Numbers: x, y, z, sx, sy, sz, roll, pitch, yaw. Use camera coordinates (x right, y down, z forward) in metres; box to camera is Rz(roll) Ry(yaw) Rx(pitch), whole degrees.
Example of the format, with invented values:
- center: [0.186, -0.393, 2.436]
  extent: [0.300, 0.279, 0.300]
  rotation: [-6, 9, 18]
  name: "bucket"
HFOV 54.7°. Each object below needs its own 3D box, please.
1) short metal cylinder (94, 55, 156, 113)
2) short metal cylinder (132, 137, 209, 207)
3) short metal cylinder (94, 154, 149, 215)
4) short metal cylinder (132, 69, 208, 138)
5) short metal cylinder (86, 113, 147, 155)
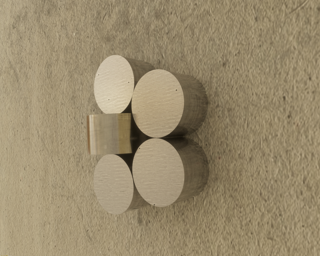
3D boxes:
- center: [-0.046, -0.057, 0.428]
  extent: [0.080, 0.050, 0.080]
  rotation: [0, 91, 41]
  name: "short metal cylinder"
- center: [0.012, 0.051, 0.379]
  extent: [0.080, 0.050, 0.080]
  rotation: [1, 91, 41]
  name: "short metal cylinder"
- center: [-0.047, 0.074, 0.429]
  extent: [0.080, 0.050, 0.080]
  rotation: [0, 91, 41]
  name: "short metal cylinder"
- center: [0.011, -0.029, 0.380]
  extent: [0.080, 0.050, 0.080]
  rotation: [1, 91, 40]
  name: "short metal cylinder"
- center: [-0.058, 0.008, 0.419]
  extent: [0.080, 0.081, 0.050]
  rotation: [-4, 88, 40]
  name: "short metal cylinder"
